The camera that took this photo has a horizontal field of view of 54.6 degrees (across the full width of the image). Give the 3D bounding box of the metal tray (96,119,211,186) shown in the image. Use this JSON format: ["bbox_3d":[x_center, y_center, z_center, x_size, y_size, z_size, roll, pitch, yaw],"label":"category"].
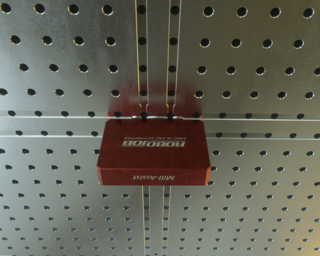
[{"bbox_3d":[-0.007,0.028,0.392,0.131,0.090,0.030,0,130,0],"label":"metal tray"}]
